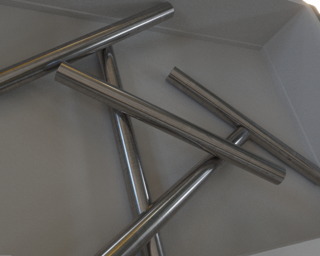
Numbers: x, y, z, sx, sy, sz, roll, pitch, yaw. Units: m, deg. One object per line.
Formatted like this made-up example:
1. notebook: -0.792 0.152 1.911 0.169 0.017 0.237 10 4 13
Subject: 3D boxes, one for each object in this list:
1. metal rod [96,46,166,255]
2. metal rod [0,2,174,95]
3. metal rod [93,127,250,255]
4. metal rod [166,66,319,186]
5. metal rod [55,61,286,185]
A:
1. metal rod: -0.044 0.006 0.379 0.025 0.025 0.299 -2 63 -30
2. metal rod: -0.095 -0.104 0.392 0.302 0.025 0.025 -35 82 -30
3. metal rod: 0.034 0.066 0.361 0.025 0.025 0.302 51 44 7
4. metal rod: 0.139 0.001 0.482 0.301 0.025 0.025 34 51 -6
5. metal rod: 0.019 -0.002 0.378 0.301 0.025 0.025 25 53 -8
